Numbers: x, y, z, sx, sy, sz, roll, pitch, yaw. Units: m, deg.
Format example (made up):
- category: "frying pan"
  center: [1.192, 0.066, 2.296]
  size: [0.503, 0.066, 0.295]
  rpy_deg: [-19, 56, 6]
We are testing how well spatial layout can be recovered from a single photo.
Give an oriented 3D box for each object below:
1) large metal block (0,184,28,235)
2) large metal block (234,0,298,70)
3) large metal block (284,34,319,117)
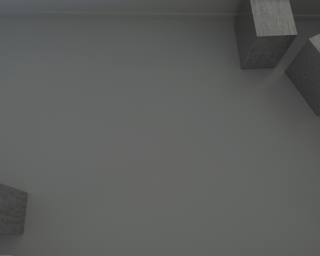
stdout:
- category: "large metal block"
  center: [-0.206, 0.093, 0.345]
  size: [0.081, 0.080, 0.050]
  rpy_deg: [-2, 70, -1]
- category: "large metal block"
  center: [0.142, -0.138, 0.432]
  size: [0.050, 0.080, 0.080]
  rpy_deg: [-3, 70, -1]
- category: "large metal block"
  center: [0.223, -0.073, 0.408]
  size: [0.050, 0.080, 0.080]
  rpy_deg: [-25, 72, -9]
